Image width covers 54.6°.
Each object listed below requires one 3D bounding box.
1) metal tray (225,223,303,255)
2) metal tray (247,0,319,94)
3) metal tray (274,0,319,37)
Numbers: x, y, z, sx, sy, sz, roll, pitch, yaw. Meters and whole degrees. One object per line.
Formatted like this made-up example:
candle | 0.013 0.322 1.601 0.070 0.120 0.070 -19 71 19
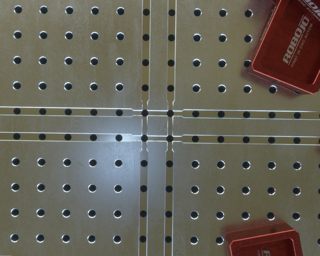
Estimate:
metal tray | 0.144 0.201 0.411 0.090 0.030 0.129 -10 90 0
metal tray | 0.183 -0.119 0.402 0.090 0.030 0.129 23 96 2
metal tray | 0.194 -0.162 0.381 0.130 0.090 0.030 44 88 0
